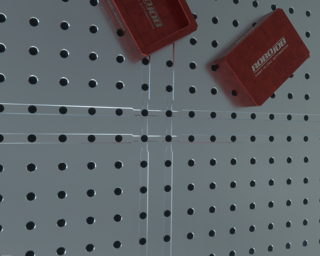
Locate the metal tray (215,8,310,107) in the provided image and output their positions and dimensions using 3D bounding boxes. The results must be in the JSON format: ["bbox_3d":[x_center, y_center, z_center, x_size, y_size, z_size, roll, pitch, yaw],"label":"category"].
[{"bbox_3d":[0.156,-0.105,0.467,0.130,0.030,0.090,-43,104,-15],"label":"metal tray"}]

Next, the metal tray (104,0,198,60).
[{"bbox_3d":[-0.020,-0.166,0.402,0.090,0.030,0.130,-32,101,-17],"label":"metal tray"}]
